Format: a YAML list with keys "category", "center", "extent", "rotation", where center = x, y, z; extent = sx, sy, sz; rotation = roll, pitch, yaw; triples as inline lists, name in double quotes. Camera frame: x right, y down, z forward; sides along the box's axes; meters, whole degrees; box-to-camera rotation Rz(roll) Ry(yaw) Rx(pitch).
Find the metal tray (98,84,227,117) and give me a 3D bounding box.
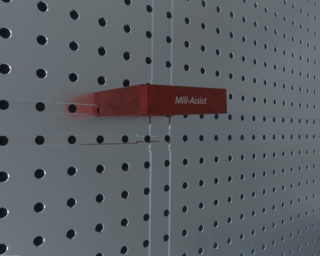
- category: "metal tray"
  center: [0.005, -0.030, 0.369]
  extent: [0.131, 0.090, 0.030]
  rotation: [-3, 92, -40]
